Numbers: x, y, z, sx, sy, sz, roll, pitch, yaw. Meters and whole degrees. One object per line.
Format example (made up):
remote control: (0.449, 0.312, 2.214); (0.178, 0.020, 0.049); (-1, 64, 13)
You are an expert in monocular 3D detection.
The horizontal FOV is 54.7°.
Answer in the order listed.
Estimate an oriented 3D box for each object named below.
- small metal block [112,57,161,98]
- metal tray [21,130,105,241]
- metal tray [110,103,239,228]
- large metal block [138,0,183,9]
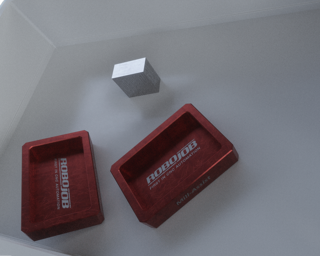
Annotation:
small metal block: (-0.033, -0.072, 0.450); (0.050, 0.050, 0.025); (-8, 59, 24)
metal tray: (-0.128, 0.069, 0.403); (0.091, 0.030, 0.130); (-13, 53, -8)
metal tray: (0.014, 0.042, 0.368); (0.130, 0.030, 0.090); (-40, 51, 0)
large metal block: (0.004, -0.264, 0.551); (0.080, 0.050, 0.080); (5, 64, 30)
